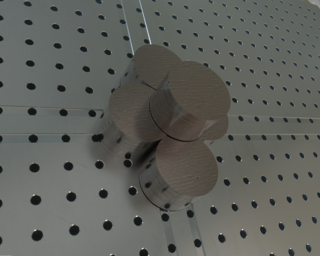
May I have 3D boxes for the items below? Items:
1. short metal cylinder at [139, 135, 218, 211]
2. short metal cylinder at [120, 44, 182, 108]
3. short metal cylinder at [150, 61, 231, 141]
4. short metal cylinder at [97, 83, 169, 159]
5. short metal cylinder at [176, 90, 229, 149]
[{"bbox_3d":[0.022,0.052,0.371,0.081,0.050,0.080,14,54,-20],"label":"short metal cylinder"},{"bbox_3d":[-0.008,-0.068,0.428,0.081,0.050,0.080,14,56,-22],"label":"short metal cylinder"},{"bbox_3d":[0.035,-0.031,0.364,0.081,0.050,0.080,14,56,-21],"label":"short metal cylinder"},{"bbox_3d":[-0.031,-0.008,0.380,0.081,0.050,0.080,14,56,-21],"label":"short metal cylinder"},{"bbox_3d":[0.045,-0.008,0.420,0.081,0.050,0.080,14,56,-21],"label":"short metal cylinder"}]
